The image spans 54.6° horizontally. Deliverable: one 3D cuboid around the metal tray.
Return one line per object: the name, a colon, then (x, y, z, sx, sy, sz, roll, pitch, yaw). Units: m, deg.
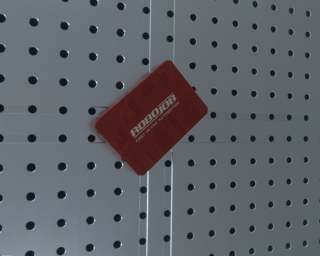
metal tray: (-0.011, -0.014, 0.406, 0.130, 0.030, 0.090, -43, 104, -15)
